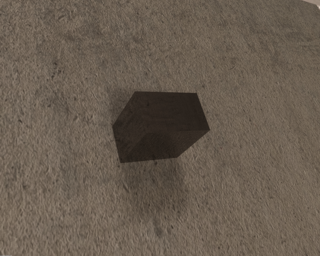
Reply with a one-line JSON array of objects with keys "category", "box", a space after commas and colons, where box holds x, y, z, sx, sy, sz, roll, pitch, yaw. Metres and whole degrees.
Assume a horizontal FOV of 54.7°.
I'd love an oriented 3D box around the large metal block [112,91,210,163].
[{"category": "large metal block", "box": [-0.002, 0.000, 0.369, 0.081, 0.080, 0.050, -2, 63, -30]}]
